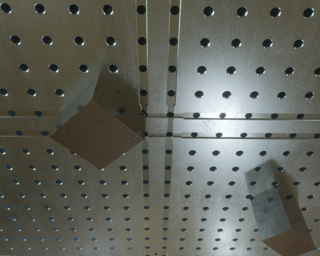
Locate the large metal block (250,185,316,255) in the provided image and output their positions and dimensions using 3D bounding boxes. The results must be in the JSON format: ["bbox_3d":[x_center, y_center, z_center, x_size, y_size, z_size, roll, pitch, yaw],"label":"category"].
[{"bbox_3d":[0.200,0.155,0.509,0.050,0.080,0.080,-36,122,26],"label":"large metal block"}]

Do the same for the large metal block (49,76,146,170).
[{"bbox_3d":[-0.076,-0.004,0.391,0.080,0.050,0.080,-35,122,26],"label":"large metal block"}]
